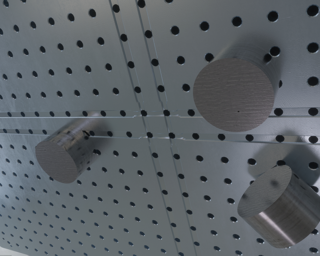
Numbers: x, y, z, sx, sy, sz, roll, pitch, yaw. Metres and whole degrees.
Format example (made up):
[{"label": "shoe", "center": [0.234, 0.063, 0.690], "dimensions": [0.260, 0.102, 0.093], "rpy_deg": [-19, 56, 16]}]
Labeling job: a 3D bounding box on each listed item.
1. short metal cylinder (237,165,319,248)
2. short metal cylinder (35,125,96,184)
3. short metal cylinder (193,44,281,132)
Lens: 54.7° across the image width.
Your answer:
[{"label": "short metal cylinder", "center": [0.137, 0.089, 0.359], "dimensions": [0.050, 0.080, 0.080], "rpy_deg": [44, 129, -2]}, {"label": "short metal cylinder", "center": [-0.151, 0.042, 0.501], "dimensions": [0.080, 0.050, 0.079], "rpy_deg": [13, 124, 21]}, {"label": "short metal cylinder", "center": [0.081, -0.042, 0.326], "dimensions": [0.080, 0.050, 0.079], "rpy_deg": [13, 124, 21]}]
